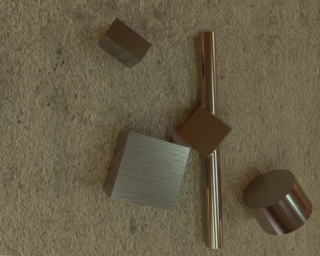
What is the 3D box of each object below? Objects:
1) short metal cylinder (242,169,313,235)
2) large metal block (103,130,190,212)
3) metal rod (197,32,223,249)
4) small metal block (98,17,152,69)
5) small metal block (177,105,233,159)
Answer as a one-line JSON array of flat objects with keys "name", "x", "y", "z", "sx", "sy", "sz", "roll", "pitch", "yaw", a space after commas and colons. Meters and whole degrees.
[{"name": "short metal cylinder", "x": 0.167, "y": 0.105, "z": 0.443, "sx": 0.080, "sy": 0.080, "sz": 0.050, "roll": -40, "pitch": 103, "yaw": -16}, {"name": "large metal block", "x": -0.018, "y": 0.052, "z": 0.390, "sx": 0.081, "sy": 0.050, "sz": 0.080, "roll": 17, "pitch": 84, "yaw": -20}, {"name": "metal rod", "x": 0.071, "y": 0.017, "z": 0.436, "sx": 0.025, "sy": 0.025, "sz": 0.298, "roll": -3, "pitch": 91, "yaw": -20}, {"name": "small metal block", "x": -0.044, "y": -0.102, "z": 0.380, "sx": 0.050, "sy": 0.050, "sz": 0.025, "roll": 34, "pitch": 79, "yaw": -17}, {"name": "small metal block", "x": 0.061, "y": 0.005, "z": 0.412, "sx": 0.050, "sy": 0.025, "sz": 0.050, "roll": 39, "pitch": 103, "yaw": 13}]
